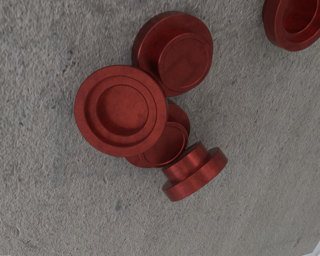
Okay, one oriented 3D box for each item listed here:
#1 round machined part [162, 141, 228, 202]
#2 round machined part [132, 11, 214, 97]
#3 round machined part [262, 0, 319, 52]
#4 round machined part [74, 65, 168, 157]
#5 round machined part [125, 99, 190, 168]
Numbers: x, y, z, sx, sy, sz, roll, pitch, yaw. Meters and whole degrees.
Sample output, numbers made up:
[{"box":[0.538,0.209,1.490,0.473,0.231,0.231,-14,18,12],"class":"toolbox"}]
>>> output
[{"box":[0.041,0.055,0.429,0.098,0.098,0.042,-36,90,-4],"class":"round machined part"},{"box":[0.021,-0.080,0.357,0.099,0.042,0.097,-14,124,-21],"class":"round machined part"},{"box":[0.171,-0.151,0.395,0.099,0.042,0.097,-14,124,-21],"class":"round machined part"},{"box":[-0.039,-0.020,0.342,0.099,0.042,0.097,1,102,5],"class":"round machined part"},{"box":[-0.003,0.013,0.402,0.099,0.042,0.097,-14,124,-21],"class":"round machined part"}]
